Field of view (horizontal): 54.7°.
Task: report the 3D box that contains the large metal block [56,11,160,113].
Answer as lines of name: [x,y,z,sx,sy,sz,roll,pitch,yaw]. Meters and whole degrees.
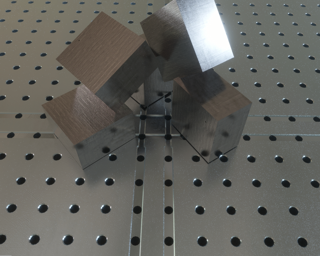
large metal block: [-0.062,-0.079,0.372,0.080,0.050,0.080,40,86,28]

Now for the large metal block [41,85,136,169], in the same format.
large metal block: [-0.089,-0.008,0.396,0.081,0.050,0.080,-32,57,-25]

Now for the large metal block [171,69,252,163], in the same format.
large metal block: [0.059,-0.018,0.386,0.050,0.080,0.080,-27,56,-21]

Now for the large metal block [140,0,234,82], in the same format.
large metal block: [0.030,-0.106,0.369,0.050,0.080,0.080,-29,13,-28]

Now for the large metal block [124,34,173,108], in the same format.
large metal block: [-0.008,-0.089,0.445,0.080,0.080,0.050,-34,58,-26]
